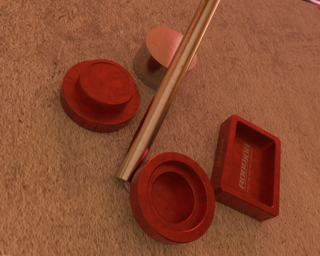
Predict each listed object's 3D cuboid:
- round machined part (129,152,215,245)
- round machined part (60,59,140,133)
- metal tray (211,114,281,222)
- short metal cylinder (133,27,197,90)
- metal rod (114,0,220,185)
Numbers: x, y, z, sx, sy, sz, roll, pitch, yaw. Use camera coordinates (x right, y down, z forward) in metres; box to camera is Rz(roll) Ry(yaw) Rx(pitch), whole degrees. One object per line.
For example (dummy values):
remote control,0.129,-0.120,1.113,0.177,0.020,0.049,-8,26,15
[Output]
round machined part,0.010,0.079,0.347,0.099,0.042,0.098,15,60,-27
round machined part,-0.070,-0.046,0.384,0.099,0.042,0.098,14,56,-21
metal tray,0.123,0.053,0.436,0.090,0.030,0.130,27,52,-12
short metal cylinder,0.007,-0.100,0.454,0.081,0.050,0.080,14,56,-21
metal rod,0.019,-0.068,0.399,0.025,0.025,0.300,29,70,-11
